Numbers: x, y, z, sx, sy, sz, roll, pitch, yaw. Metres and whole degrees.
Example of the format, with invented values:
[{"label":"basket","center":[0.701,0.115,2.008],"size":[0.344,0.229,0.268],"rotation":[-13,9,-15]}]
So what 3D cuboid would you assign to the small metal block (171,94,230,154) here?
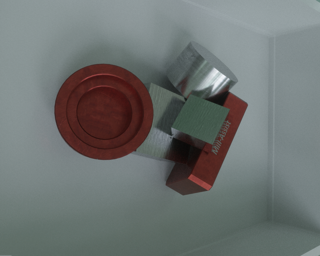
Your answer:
[{"label":"small metal block","center":[0.048,-0.005,0.363],"size":[0.050,0.050,0.025],"rotation":[-60,162,-23]}]

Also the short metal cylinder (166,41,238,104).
[{"label":"short metal cylinder","center":[0.055,-0.069,0.409],"size":[0.080,0.080,0.050],"rotation":[21,121,-38]}]

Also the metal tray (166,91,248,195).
[{"label":"metal tray","center":[0.061,0.023,0.414],"size":[0.030,0.090,0.130],"rotation":[32,67,-7]}]

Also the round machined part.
[{"label":"round machined part","center":[-0.060,-0.015,0.330],"size":[0.099,0.042,0.097],"rotation":[2,85,-17]}]

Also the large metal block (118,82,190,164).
[{"label":"large metal block","center":[-0.005,-0.003,0.387],"size":[0.080,0.050,0.080],"rotation":[19,78,-39]}]
